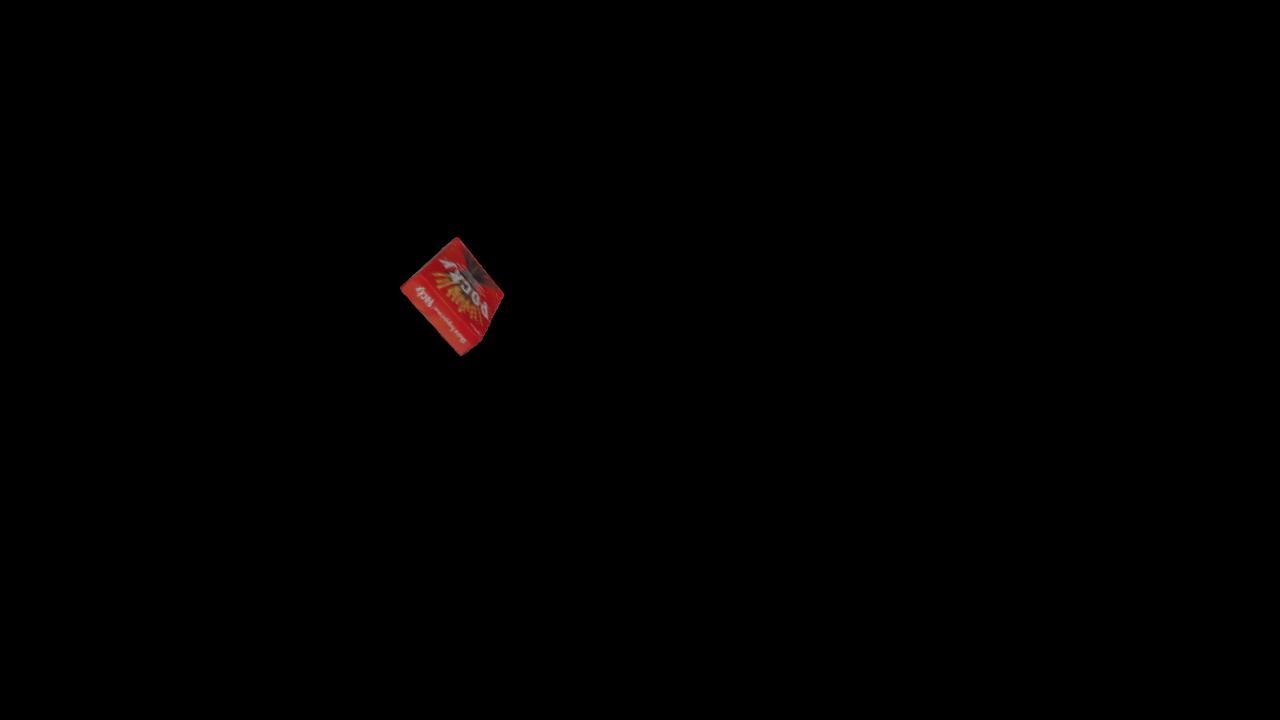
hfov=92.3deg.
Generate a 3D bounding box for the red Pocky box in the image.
[{"bbox_3d":[-0.180,-0.068,0.613,0.028,0.083,0.155,-33,21,10],"label":"red Pocky box"}]
